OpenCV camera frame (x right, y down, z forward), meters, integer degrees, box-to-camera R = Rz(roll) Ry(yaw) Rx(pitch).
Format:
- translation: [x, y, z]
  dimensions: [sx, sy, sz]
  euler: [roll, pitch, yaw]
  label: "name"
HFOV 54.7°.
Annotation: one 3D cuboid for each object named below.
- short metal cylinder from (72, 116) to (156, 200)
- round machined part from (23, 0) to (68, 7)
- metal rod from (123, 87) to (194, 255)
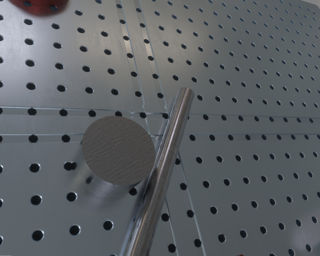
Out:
- translation: [-0.052, 0.033, 0.344]
  dimensions: [0.081, 0.050, 0.080]
  euler: [14, 56, -21]
  label: "short metal cylinder"
- translation: [-0.172, -0.224, 0.441]
  dimensions: [0.099, 0.042, 0.098]
  euler: [14, 56, -21]
  label: "round machined part"
- translation: [-0.001, 0.062, 0.369]
  dimensions: [0.025, 0.025, 0.300]
  euler: [28, 52, -11]
  label: "metal rod"
